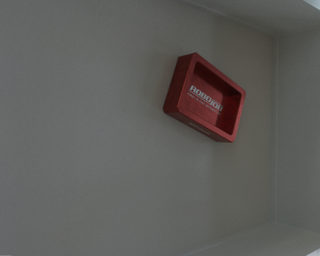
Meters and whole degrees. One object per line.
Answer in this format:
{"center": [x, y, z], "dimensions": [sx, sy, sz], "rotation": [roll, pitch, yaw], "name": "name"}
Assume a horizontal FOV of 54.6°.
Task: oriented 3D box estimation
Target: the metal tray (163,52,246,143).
{"center": [0.071, -0.041, 0.461], "dimensions": [0.131, 0.030, 0.090], "rotation": [27, 73, -37], "name": "metal tray"}
